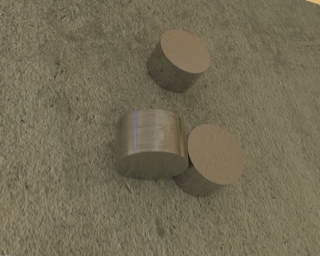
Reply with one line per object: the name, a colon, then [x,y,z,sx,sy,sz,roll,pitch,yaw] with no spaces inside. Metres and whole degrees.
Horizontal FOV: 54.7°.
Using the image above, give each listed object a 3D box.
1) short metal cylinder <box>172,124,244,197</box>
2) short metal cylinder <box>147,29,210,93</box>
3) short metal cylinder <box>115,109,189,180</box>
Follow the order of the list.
short metal cylinder: [0.058,0.042,0.393,0.081,0.050,0.080,14,56,-21]
short metal cylinder: [0.027,-0.099,0.463,0.081,0.050,0.080,14,56,-21]
short metal cylinder: [-0.010,0.021,0.350,0.081,0.080,0.050,10,57,-23]
